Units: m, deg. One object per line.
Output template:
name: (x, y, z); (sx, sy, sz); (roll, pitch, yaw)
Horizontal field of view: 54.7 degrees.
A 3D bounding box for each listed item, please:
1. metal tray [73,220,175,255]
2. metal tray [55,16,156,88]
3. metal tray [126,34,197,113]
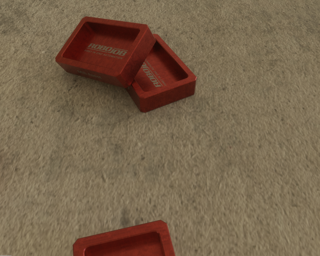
metal tray: (-0.023, 0.155, 0.269); (0.091, 0.030, 0.130); (-10, 51, -9)
metal tray: (-0.082, -0.116, 0.459); (0.130, 0.030, 0.090); (19, 72, 30)
metal tray: (-0.015, -0.089, 0.474); (0.091, 0.030, 0.130); (-22, 54, -18)
